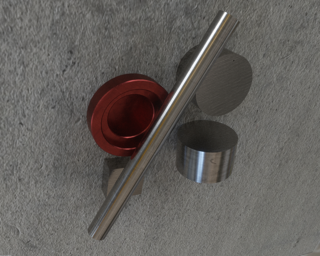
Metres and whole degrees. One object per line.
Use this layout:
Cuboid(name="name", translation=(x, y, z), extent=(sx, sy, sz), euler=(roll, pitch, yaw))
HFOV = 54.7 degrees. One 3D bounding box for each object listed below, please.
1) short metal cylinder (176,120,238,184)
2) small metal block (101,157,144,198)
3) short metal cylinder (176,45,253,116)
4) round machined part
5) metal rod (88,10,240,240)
Cuboid(name="short metal cylinder", translation=(0.063, 0.030, 0.424), extent=(0.081, 0.080, 0.050), euler=(-13, 124, -22))
Cuboid(name="small metal block", translation=(-0.050, 0.067, 0.421), extent=(0.050, 0.025, 0.050), euler=(-4, 121, -26))
Cuboid(name="short metal cylinder", translation=(0.067, -0.061, 0.389), extent=(0.081, 0.050, 0.079), euler=(-14, 124, -21))
Cuboid(name="round machined part", translation=(-0.037, -0.018, 0.364), extent=(0.099, 0.042, 0.097), euler=(-14, 124, -21))
Cuboid(name="metal rod", translation=(-0.004, 0.009, 0.355), extent=(0.025, 0.025, 0.299), euler=(21, 107, -36))
